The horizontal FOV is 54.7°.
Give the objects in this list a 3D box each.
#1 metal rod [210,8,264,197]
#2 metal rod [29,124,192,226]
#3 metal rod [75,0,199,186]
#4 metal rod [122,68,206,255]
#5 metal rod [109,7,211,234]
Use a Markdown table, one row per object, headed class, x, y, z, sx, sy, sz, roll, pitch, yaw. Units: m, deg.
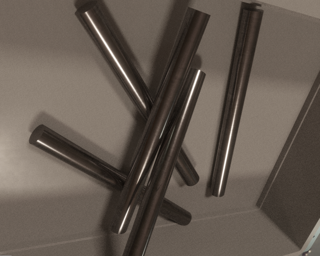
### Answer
| class | x | y | z | sx | sy | sz | roll | pitch | yaw |
| --- | --- | --- | --- | --- | --- | --- | --- | --- | --- |
| metal rod | 0.107 | -0.018 | 0.458 | 0.025 | 0.025 | 0.298 | -11 | 123 | -23 |
| metal rod | -0.046 | 0.081 | 0.434 | 0.025 | 0.025 | 0.301 | -47 | 130 | 4 |
| metal rod | -0.011 | -0.017 | 0.393 | 0.025 | 0.025 | 0.299 | -36 | 130 | -5 |
| metal rod | -0.003 | 0.069 | 0.380 | 0.025 | 0.025 | 0.299 | 23 | 83 | -37 |
| metal rod | -0.008 | 0.008 | 0.376 | 0.025 | 0.025 | 0.298 | 7 | 115 | -32 |
